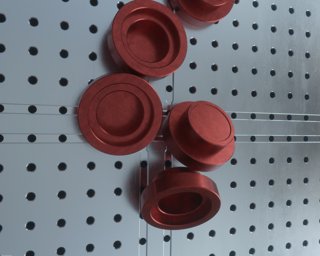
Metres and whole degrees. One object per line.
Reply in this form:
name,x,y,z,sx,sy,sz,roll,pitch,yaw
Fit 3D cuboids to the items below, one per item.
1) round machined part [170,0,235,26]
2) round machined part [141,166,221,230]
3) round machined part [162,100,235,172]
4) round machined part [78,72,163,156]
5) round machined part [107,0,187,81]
round machined part,0.063,-0.195,0.426,0.099,0.042,0.097,0,90,-20
round machined part,0.024,0.086,0.394,0.099,0.042,0.097,-4,134,-4
round machined part,0.056,0.003,0.399,0.099,0.042,0.098,15,50,-19
round machined part,-0.049,-0.019,0.377,0.099,0.042,0.097,-4,106,-14
round machined part,-0.018,-0.106,0.391,0.099,0.042,0.098,4,81,-24
